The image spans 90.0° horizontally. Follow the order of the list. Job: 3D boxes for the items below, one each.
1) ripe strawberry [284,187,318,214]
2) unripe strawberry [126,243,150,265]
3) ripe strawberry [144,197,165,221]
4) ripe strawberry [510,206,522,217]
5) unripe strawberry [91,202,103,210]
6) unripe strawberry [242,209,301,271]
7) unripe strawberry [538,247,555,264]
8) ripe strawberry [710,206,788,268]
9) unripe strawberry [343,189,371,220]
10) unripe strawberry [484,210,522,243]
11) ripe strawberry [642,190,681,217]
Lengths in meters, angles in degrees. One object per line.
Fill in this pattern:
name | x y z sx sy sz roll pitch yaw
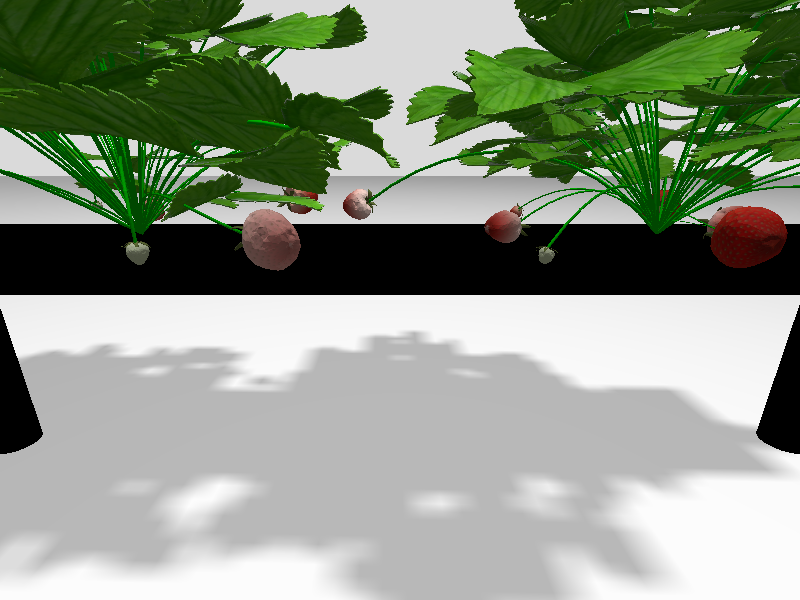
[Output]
ripe strawberry | -0.120 -0.129 0.499 0.041 0.043 0.044 12 21 31
unripe strawberry | -0.137 -0.024 0.210 0.011 0.011 0.011 -11 22 -30
ripe strawberry | -0.271 -0.100 0.438 0.024 0.025 0.026 -9 20 -24
ripe strawberry | 0.127 -0.096 0.443 0.015 0.013 0.015 -17 -18 -41
unripe strawberry | -0.338 -0.104 0.447 0.010 0.010 0.011 17 25 41
unripe strawberry | -0.070 -0.032 0.221 0.033 0.034 0.030 16 24 37
unripe strawberry | 0.088 -0.027 0.242 0.010 0.010 0.009 20 1 -43
ripe strawberry | 0.205 -0.035 0.233 0.034 0.036 0.037 3 20 9
unripe strawberry | -0.046 -0.103 0.434 0.030 0.032 0.028 -5 16 21
unripe strawberry | 0.076 -0.055 0.301 0.025 0.024 0.027 -8 20 -16
ripe strawberry | 0.278 -0.102 0.428 0.036 0.031 0.036 11 21 30
